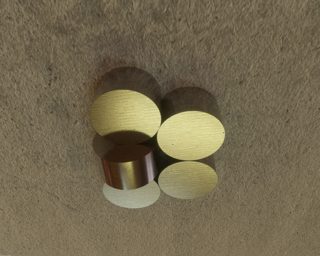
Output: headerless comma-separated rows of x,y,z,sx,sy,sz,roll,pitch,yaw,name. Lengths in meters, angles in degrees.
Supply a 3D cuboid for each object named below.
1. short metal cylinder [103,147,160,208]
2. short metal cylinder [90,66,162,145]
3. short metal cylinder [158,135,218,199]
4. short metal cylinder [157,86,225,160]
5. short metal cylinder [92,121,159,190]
-0.039,0.073,0.454,0.080,0.050,0.079,0,131,1,short metal cylinder
-0.039,-0.026,0.369,0.080,0.050,0.079,0,131,1,short metal cylinder
0.038,0.056,0.439,0.080,0.050,0.079,0,131,1,short metal cylinder
0.037,-0.005,0.387,0.081,0.050,0.079,0,131,0,short metal cylinder
-0.042,0.033,0.400,0.080,0.080,0.050,-2,130,2,short metal cylinder
